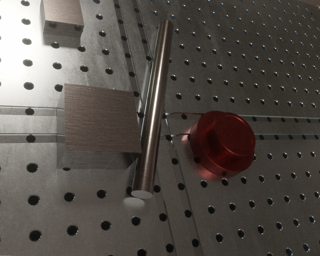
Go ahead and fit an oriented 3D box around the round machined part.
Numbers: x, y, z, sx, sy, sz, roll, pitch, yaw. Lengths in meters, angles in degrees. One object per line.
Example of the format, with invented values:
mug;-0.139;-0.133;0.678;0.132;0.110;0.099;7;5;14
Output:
round machined part;0.096;0.017;0.441;0.099;0.042;0.098;14;56;-21

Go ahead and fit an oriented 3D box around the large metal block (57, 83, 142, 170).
large metal block;-0.072;0.001;0.354;0.081;0.050;0.080;5;60;-26

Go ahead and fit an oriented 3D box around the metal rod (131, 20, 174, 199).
metal rod;-0.005;-0.047;0.435;0.025;0.025;0.300;19;54;-17

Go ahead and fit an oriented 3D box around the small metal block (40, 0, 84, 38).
small metal block;-0.137;-0.156;0.430;0.050;0.025;0.050;-1;62;-29
